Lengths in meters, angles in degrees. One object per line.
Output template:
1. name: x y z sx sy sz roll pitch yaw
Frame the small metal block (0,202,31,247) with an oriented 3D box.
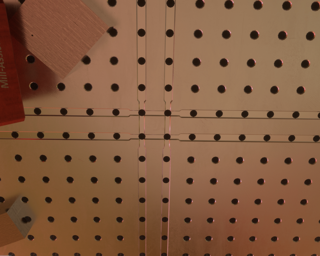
1. small metal block: -0.233 0.147 0.464 0.050 0.025 0.050 -21 109 7

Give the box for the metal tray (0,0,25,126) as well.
1. metal tray: -0.193 -0.075 0.349 0.030 0.090 0.129 -18 116 -38

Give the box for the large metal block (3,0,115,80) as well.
1. large metal block: -0.111 -0.116 0.356 0.080 0.050 0.080 42 104 -15
